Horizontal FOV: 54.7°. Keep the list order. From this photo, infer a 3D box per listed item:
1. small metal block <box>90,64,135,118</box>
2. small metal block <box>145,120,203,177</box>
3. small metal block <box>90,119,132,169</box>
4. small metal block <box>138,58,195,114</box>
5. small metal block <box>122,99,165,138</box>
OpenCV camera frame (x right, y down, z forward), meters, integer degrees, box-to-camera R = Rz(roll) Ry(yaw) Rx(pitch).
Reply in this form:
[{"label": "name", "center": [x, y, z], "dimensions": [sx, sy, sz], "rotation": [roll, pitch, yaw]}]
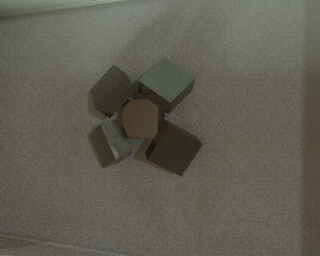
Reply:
[{"label": "small metal block", "center": [-0.065, -0.050, 0.418], "dimensions": [0.050, 0.025, 0.050], "rotation": [-44, 39, 15]}, {"label": "small metal block", "center": [0.017, 0.026, 0.390], "dimensions": [0.050, 0.025, 0.050], "rotation": [29, 101, -17]}, {"label": "small metal block", "center": [-0.068, 0.022, 0.420], "dimensions": [0.050, 0.025, 0.050], "rotation": [-36, 76, 55]}, {"label": "small metal block", "center": [0.008, -0.054, 0.393], "dimensions": [0.050, 0.025, 0.050], "rotation": [37, 64, 16]}, {"label": "small metal block", "center": [-0.022, -0.012, 0.415], "dimensions": [0.050, 0.025, 0.050], "rotation": [2, 91, 20]}]
